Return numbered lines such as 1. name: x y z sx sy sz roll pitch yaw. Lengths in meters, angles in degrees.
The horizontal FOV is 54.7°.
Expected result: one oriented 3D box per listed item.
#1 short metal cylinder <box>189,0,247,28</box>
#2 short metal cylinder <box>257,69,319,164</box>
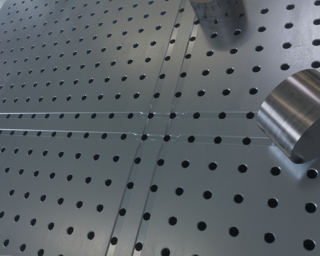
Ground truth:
1. short metal cylinder: 0.086 -0.200 0.470 0.080 0.050 0.080 -13 56 21
2. short metal cylinder: 0.144 -0.010 0.304 0.080 0.080 0.050 -36 51 4
